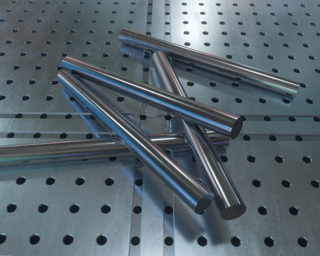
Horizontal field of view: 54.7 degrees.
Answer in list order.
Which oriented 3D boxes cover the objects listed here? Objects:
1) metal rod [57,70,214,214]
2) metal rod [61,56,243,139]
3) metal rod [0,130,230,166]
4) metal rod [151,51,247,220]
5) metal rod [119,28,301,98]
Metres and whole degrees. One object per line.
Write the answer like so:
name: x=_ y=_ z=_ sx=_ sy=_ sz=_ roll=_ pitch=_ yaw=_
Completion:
metal rod: x=-0.052 y=-0.004 z=0.379 sx=0.025 sy=0.025 sz=0.300 roll=-32 pitch=48 yaw=-24
metal rod: x=-0.033 y=-0.051 z=0.408 sx=0.300 sy=0.025 sz=0.025 roll=24 pitch=53 yaw=34
metal rod: x=-0.065 y=0.024 z=0.386 sx=0.302 sy=0.025 sz=0.025 roll=-4 pitch=50 yaw=-4
metal rod: x=0.033 y=-0.018 z=0.394 sx=0.025 sy=0.025 sz=0.300 roll=-10 pitch=42 yaw=-9
metal rod: x=0.069 y=-0.109 z=0.500 sx=0.301 sy=0.025 sz=0.025 roll=22 pitch=53 yaw=17
